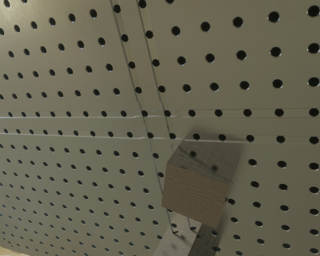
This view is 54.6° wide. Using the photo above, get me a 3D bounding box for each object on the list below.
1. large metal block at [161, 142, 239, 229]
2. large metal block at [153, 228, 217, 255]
[{"bbox_3d":[0.052,0.076,0.415,0.080,0.050,0.079,18,126,17],"label":"large metal block"},{"bbox_3d":[0.033,0.212,0.490,0.080,0.080,0.050,-27,104,37],"label":"large metal block"}]
